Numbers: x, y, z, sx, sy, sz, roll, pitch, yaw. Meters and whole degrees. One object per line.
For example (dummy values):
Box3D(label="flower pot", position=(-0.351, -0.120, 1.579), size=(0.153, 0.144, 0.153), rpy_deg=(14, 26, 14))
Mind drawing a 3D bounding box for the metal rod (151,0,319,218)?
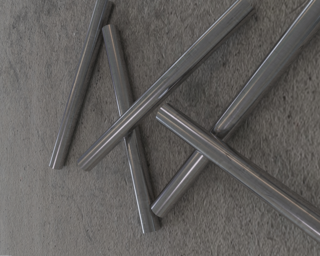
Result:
Box3D(label="metal rod", position=(0.075, -0.005, 0.342), size=(0.025, 0.025, 0.298), rpy_deg=(49, 119, 29))

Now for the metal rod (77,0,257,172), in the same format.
Box3D(label="metal rod", position=(-0.007, -0.040, 0.388), size=(0.299, 0.025, 0.025), rpy_deg=(-42, 64, 24))

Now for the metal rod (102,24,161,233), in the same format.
Box3D(label="metal rod", position=(-0.043, -0.006, 0.440), size=(0.025, 0.025, 0.299), rpy_deg=(-21, 77, 38))

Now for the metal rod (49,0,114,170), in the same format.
Box3D(label="metal rod", position=(-0.135, -0.064, 0.516), size=(0.025, 0.025, 0.298), rpy_deg=(34, 111, 35))

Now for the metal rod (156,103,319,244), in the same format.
Box3D(label="metal rod", position=(0.111, 0.064, 0.292), size=(0.300, 0.025, 0.025), rpy_deg=(38, 113, 26))
